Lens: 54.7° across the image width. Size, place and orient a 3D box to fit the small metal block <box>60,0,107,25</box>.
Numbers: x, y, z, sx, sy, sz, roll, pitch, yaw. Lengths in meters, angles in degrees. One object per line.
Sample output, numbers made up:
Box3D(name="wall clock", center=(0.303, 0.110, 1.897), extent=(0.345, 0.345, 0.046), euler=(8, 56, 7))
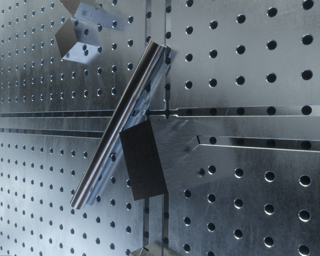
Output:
Box3D(name="small metal block", center=(-0.121, -0.193, 0.490), extent=(0.050, 0.050, 0.025), euler=(50, 119, 28))

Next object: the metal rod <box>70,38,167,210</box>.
Box3D(name="metal rod", center=(-0.070, 0.008, 0.464), extent=(0.025, 0.025, 0.298), euler=(44, 116, 31))

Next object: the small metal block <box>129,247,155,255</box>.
Box3D(name="small metal block", center=(-0.020, 0.202, 0.424), extent=(0.050, 0.025, 0.050), euler=(19, 102, 38))

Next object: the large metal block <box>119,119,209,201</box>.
Box3D(name="large metal block", center=(0.006, 0.035, 0.367), extent=(0.050, 0.081, 0.080), euler=(-23, 76, 37))

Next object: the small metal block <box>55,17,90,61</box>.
Box3D(name="small metal block", center=(-0.150, -0.151, 0.530), extent=(0.050, 0.025, 0.050), euler=(-31, 71, 35))
